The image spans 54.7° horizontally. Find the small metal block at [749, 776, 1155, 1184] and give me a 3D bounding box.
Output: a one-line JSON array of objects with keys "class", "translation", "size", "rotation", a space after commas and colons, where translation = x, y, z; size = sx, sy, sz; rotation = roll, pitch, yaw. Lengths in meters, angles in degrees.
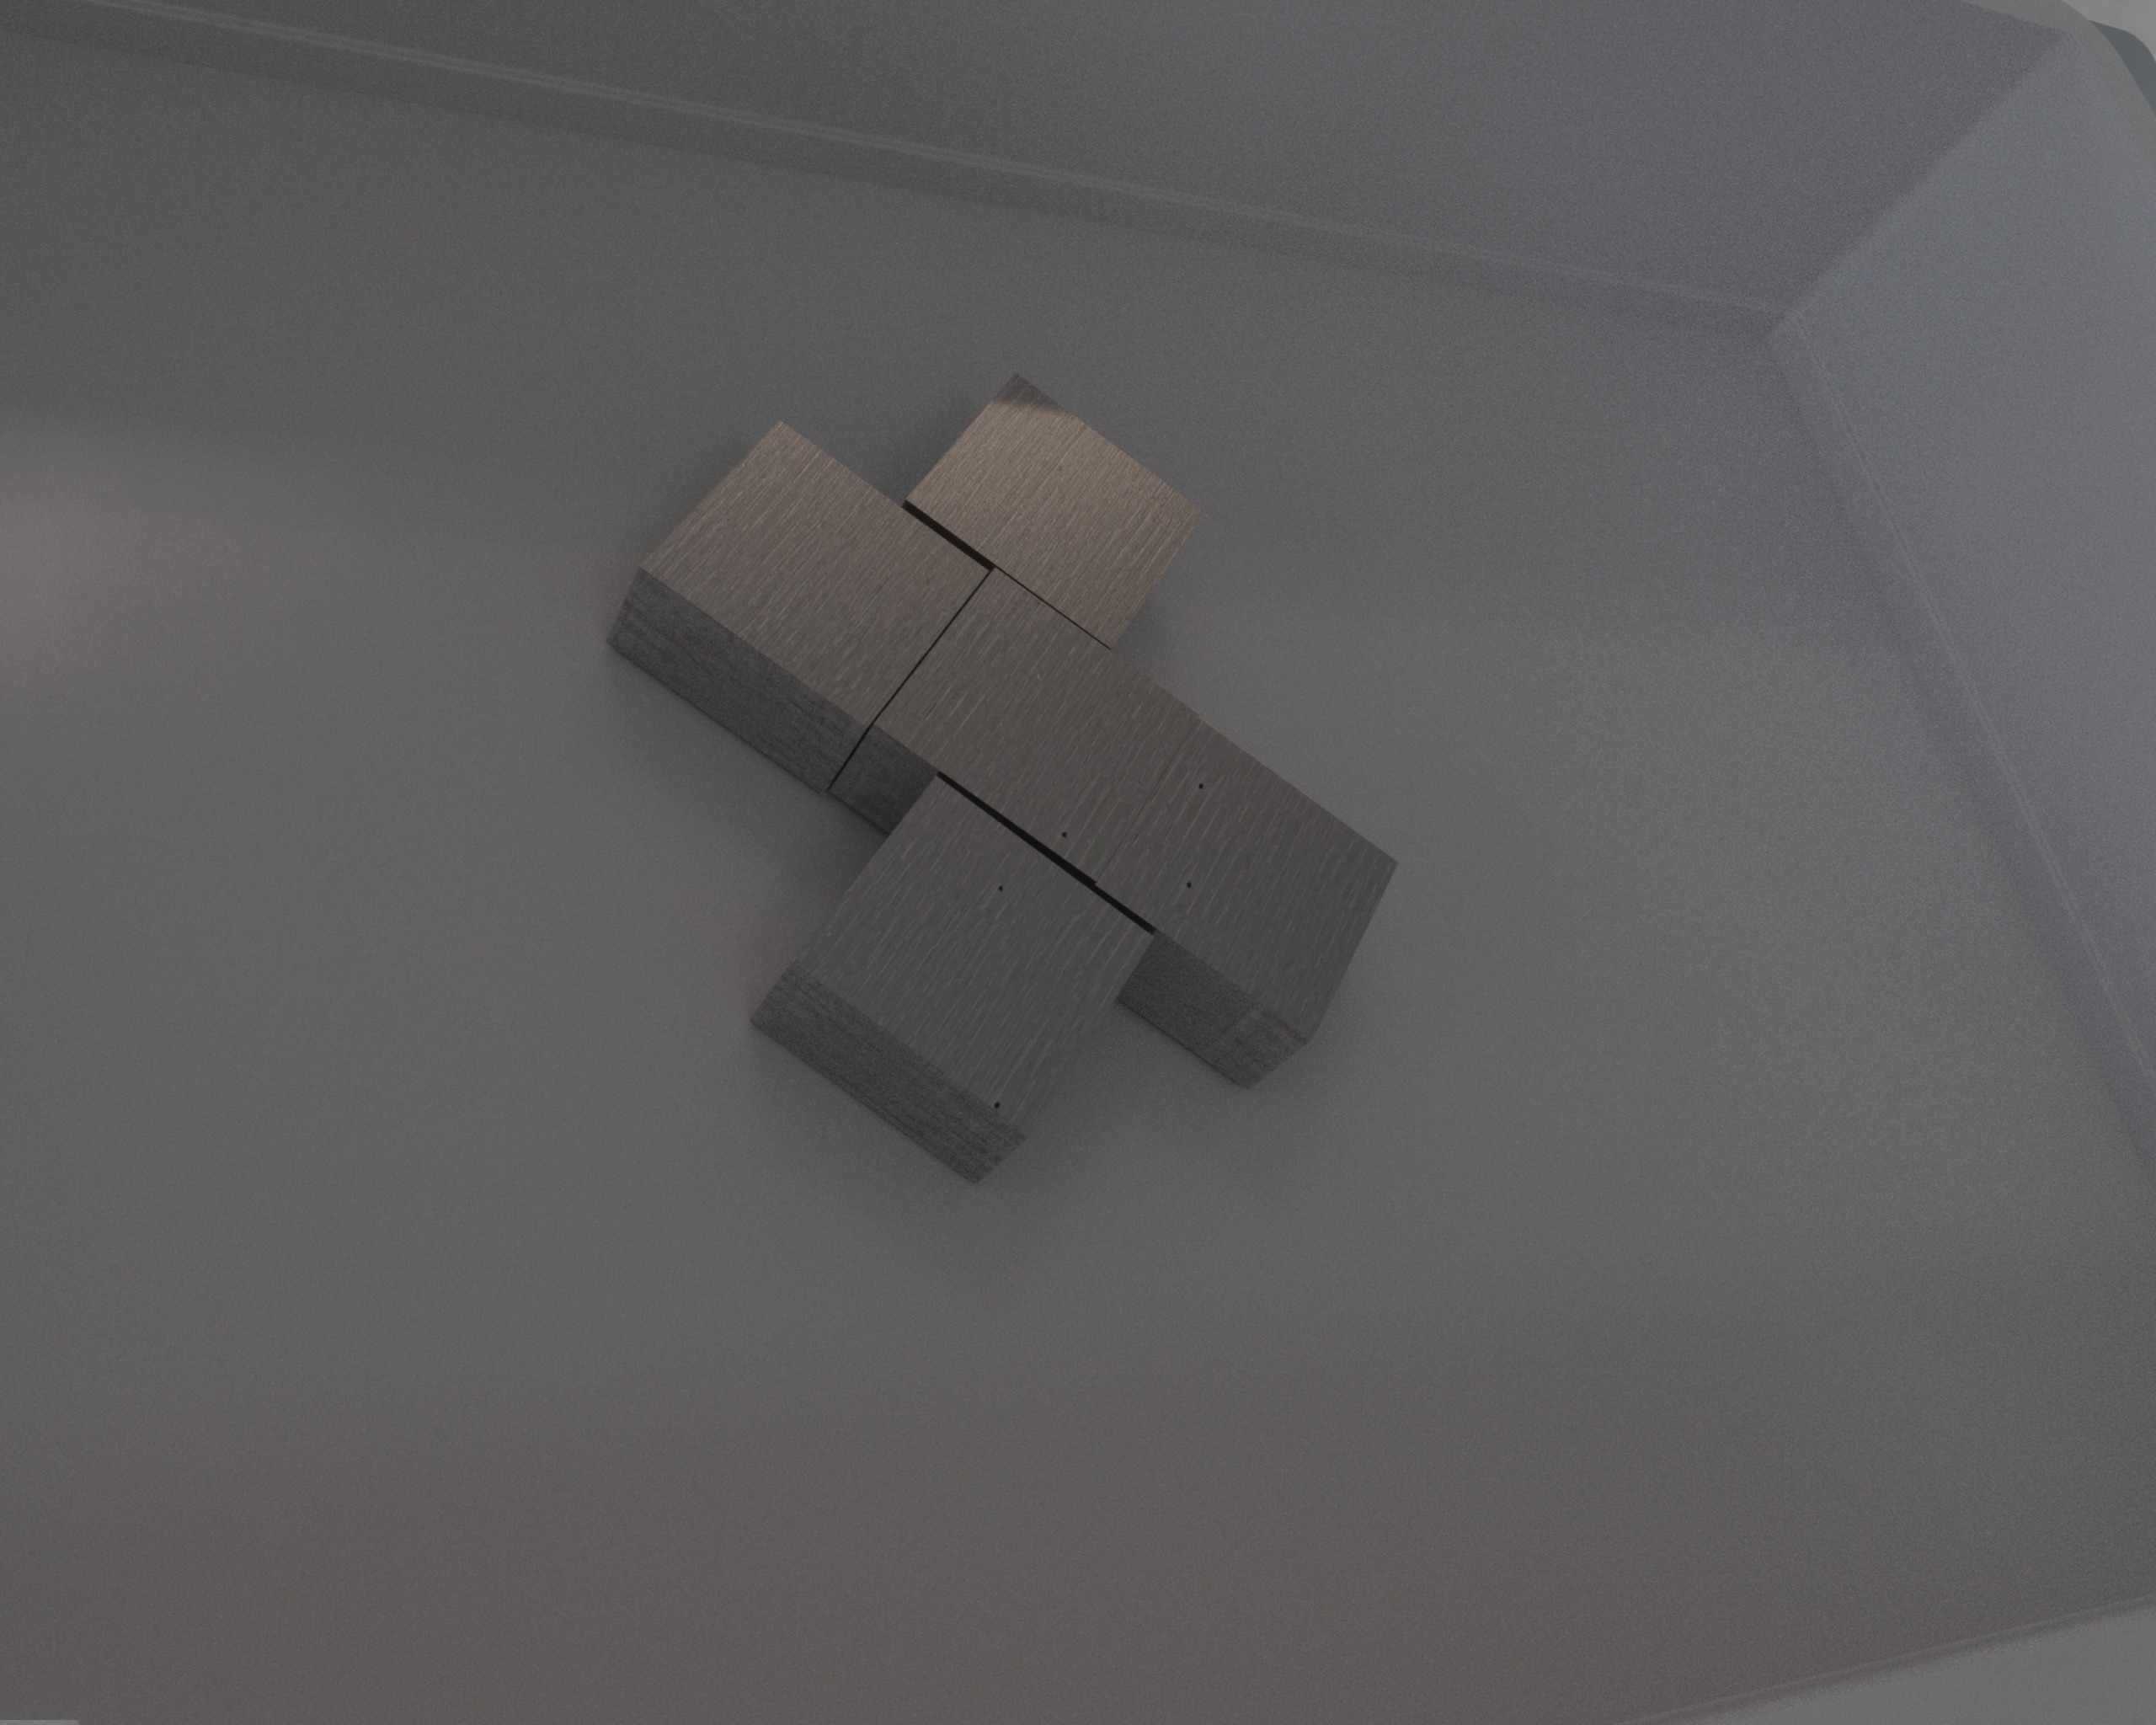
[{"class": "small metal block", "translation": [-0.022, 0.021, 0.379], "size": [0.050, 0.025, 0.050], "rotation": [37, 52, -4]}]

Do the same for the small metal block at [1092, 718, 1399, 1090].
[{"class": "small metal block", "translation": [0.029, 0.008, 0.413], "size": [0.050, 0.025, 0.050], "rotation": [36, 51, -5]}]

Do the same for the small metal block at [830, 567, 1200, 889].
[{"class": "small metal block", "translation": [-0.012, -0.022, 0.409], "size": [0.050, 0.025, 0.050], "rotation": [36, 51, -5]}]

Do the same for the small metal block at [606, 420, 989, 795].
[{"class": "small metal block", "translation": [-0.054, -0.050, 0.404], "size": [0.050, 0.025, 0.050], "rotation": [36, 51, -5]}]

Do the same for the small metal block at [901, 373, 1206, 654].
[{"class": "small metal block", "translation": [-0.009, -0.067, 0.439], "size": [0.050, 0.025, 0.050], "rotation": [36, 50, -4]}]
